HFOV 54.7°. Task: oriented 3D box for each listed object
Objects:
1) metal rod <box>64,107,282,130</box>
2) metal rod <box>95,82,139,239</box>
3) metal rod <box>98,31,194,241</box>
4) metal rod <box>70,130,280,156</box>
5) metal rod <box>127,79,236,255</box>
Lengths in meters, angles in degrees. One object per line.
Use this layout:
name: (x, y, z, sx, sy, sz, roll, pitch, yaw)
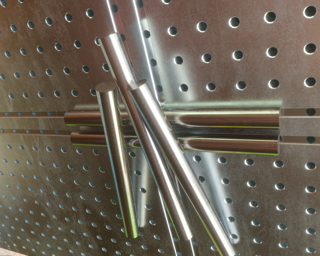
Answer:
metal rod: (-0.003, -0.013, 0.404, 0.301, 0.025, 0.025, 1, 119, 27)
metal rod: (-0.056, 0.069, 0.458, 0.025, 0.025, 0.298, 13, 131, 20)
metal rod: (-0.010, 0.027, 0.400, 0.025, 0.025, 0.298, -6, 116, 31)
metal rod: (0.001, 0.017, 0.420, 0.301, 0.025, 0.025, 1, 119, 27)
metal rod: (0.039, 0.071, 0.409, 0.025, 0.025, 0.299, -11, 120, 32)
